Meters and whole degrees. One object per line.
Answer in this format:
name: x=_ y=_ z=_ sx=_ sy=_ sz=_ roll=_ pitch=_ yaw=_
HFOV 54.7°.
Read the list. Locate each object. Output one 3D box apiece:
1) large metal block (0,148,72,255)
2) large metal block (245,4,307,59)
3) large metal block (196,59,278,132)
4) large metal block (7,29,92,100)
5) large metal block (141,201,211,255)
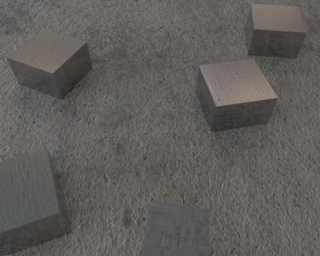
large metal block: x=-0.145 y=0.077 z=0.321 sx=0.081 sy=0.050 sz=0.080 roll=-17 pitch=52 yaw=-14
large metal block: x=0.193 y=-0.166 z=0.527 sx=0.080 sy=0.050 sz=0.080 roll=5 pitch=50 yaw=4
large metal block: x=0.101 y=-0.046 z=0.426 sx=0.081 sy=0.050 sz=0.080 roll=-8 pitch=51 yaw=-7
large metal block: x=-0.163 y=-0.098 z=0.468 sx=0.080 sy=0.050 sz=0.080 roll=20 pitch=53 yaw=16
large metal block: x=0.011 y=0.120 z=0.266 sx=0.050 sy=0.080 sz=0.080 roll=7 pitch=50 yaw=6
